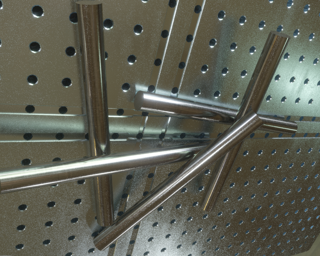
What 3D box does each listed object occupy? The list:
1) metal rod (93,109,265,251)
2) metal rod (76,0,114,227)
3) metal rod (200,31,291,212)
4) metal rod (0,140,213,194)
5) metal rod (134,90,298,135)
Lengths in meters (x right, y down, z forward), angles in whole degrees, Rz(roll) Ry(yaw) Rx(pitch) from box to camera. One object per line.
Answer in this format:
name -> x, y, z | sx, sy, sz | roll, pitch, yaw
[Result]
metal rod -> 0.018, 0.081, 0.437 | 0.300, 0.025, 0.025 | -41, 131, 13
metal rod -> -0.074, 0.006, 0.375 | 0.025, 0.025, 0.298 | -12, 124, -22
metal rod -> 0.112, 0.010, 0.449 | 0.025, 0.025, 0.298 | -4, 126, -27
metal rod -> -0.036, 0.041, 0.391 | 0.303, 0.025, 0.025 | -5, 121, -36
metal rod -> 0.101, -0.017, 0.458 | 0.302, 0.025, 0.025 | 7, 115, -32
